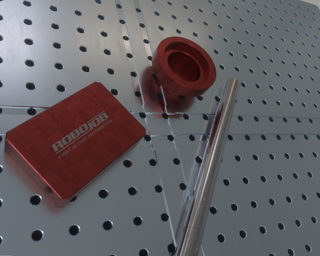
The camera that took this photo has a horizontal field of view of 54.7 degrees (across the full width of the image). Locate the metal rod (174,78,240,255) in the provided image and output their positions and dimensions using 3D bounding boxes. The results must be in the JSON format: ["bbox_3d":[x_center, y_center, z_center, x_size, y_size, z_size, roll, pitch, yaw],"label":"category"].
[{"bbox_3d":[0.074,0.035,0.426,0.025,0.025,0.300,30,52,-9],"label":"metal rod"}]

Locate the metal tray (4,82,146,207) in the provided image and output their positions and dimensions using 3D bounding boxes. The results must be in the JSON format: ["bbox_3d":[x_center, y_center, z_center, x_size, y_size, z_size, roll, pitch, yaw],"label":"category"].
[{"bbox_3d":[-0.090,0.012,0.349,0.090,0.030,0.131,46,51,4],"label":"metal tray"}]

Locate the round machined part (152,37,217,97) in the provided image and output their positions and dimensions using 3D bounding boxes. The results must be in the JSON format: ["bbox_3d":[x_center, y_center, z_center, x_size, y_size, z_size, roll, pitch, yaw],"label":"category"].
[{"bbox_3d":[0.032,-0.087,0.468,0.099,0.042,0.098,14,56,-21],"label":"round machined part"}]
